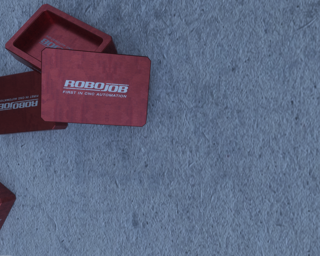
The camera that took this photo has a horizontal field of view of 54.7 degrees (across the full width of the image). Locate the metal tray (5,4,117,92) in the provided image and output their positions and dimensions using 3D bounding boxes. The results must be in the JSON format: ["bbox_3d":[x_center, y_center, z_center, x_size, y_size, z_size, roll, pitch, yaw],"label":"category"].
[{"bbox_3d":[-0.138,-0.112,0.436,0.130,0.030,0.090,30,75,17],"label":"metal tray"}]

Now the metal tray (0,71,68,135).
[{"bbox_3d":[-0.209,-0.038,0.480,0.130,0.030,0.089,-5,88,19],"label":"metal tray"}]

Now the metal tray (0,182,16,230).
[{"bbox_3d":[-0.305,0.143,0.513,0.090,0.030,0.129,33,100,17],"label":"metal tray"}]

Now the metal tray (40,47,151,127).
[{"bbox_3d":[-0.081,-0.051,0.397,0.131,0.030,0.089,3,101,-9],"label":"metal tray"}]
